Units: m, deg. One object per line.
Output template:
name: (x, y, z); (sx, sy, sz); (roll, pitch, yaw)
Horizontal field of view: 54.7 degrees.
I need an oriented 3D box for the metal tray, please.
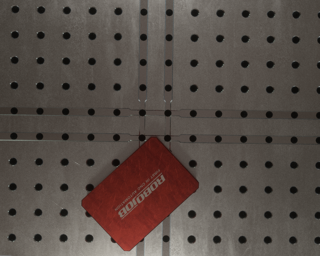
metal tray: (-0.025, 0.085, 0.411); (0.130, 0.030, 0.090); (-43, 91, -1)
